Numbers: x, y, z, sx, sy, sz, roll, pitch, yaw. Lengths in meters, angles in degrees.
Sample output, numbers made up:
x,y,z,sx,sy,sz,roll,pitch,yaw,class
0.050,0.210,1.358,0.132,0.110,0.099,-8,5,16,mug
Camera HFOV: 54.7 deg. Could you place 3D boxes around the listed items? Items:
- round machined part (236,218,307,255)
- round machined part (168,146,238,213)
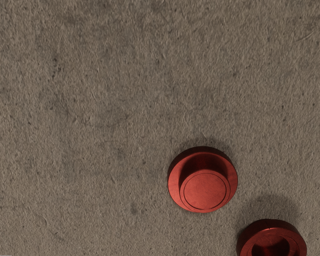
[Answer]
x,y,z,sx,sy,sz,roll,pitch,yaw,class
0.164,0.178,0.469,0.099,0.042,0.097,0,110,-1,round machined part
0.060,0.078,0.430,0.099,0.042,0.097,0,110,-1,round machined part
